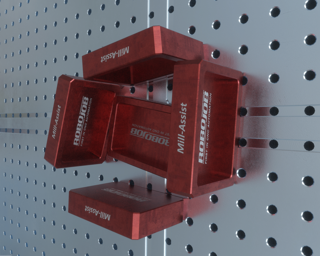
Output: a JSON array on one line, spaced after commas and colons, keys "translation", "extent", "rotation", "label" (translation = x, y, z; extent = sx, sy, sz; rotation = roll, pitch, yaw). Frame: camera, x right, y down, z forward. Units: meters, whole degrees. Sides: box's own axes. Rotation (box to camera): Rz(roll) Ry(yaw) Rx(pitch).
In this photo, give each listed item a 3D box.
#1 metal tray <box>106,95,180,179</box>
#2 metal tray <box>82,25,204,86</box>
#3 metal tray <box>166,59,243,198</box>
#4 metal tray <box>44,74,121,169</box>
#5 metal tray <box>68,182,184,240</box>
[{"translation": [-0.014, 0.009, 0.418], "extent": [0.130, 0.030, 0.089], "rotation": [15, 99, 39], "label": "metal tray"}, {"translation": [-0.022, -0.083, 0.386], "extent": [0.130, 0.091, 0.030], "rotation": [-8, 85, 40], "label": "metal tray"}, {"translation": [0.050, 0.000, 0.326], "extent": [0.030, 0.091, 0.129], "rotation": [6, 94, 40], "label": "metal tray"}, {"translation": [-0.114, -0.008, 0.462], "extent": [0.030, 0.091, 0.129], "rotation": [23, 105, 38], "label": "metal tray"}, {"translation": [-0.046, 0.102, 0.406], "extent": [0.130, 0.091, 0.030], "rotation": [5, 94, 40], "label": "metal tray"}]
